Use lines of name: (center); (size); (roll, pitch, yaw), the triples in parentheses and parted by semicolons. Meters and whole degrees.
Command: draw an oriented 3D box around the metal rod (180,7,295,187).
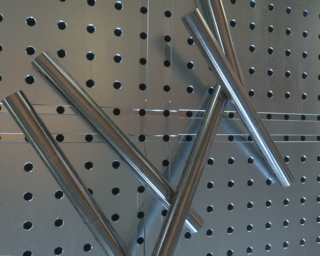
metal rod: (0.118, -0.029, 0.434); (0.025, 0.025, 0.299); (-42, 113, -15)

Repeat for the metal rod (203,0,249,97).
metal rod: (0.078, -0.173, 0.442); (0.025, 0.025, 0.298); (-20, 97, -19)

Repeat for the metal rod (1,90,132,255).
metal rod: (-0.094, 0.090, 0.378); (0.025, 0.025, 0.299); (-34, 101, -17)

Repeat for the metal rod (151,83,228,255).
metal rod: (0.037, 0.073, 0.404); (0.025, 0.025, 0.300); (29, 72, -18)

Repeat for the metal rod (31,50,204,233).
metal rod: (-0.045, 0.027, 0.396); (0.025, 0.025, 0.300); (-45, 104, -15)
